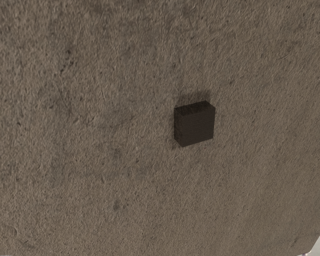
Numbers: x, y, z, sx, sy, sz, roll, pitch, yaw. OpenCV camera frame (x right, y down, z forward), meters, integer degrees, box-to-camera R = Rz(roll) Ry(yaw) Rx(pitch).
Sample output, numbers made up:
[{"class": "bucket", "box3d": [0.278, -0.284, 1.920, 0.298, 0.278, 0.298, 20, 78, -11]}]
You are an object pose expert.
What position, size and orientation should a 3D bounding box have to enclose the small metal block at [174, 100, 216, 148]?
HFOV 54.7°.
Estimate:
[{"class": "small metal block", "box3d": [0.048, -0.006, 0.431, 0.050, 0.025, 0.050, -15, 125, -21]}]
